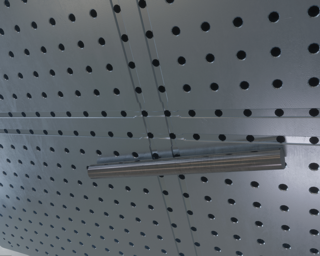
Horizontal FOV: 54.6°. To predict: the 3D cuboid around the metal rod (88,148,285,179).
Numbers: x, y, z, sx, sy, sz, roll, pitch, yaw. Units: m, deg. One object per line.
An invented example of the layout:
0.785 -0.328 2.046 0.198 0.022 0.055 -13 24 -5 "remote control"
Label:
0.015 0.054 0.436 0.300 0.025 0.025 -8 114 32 "metal rod"
